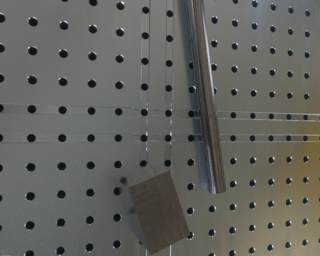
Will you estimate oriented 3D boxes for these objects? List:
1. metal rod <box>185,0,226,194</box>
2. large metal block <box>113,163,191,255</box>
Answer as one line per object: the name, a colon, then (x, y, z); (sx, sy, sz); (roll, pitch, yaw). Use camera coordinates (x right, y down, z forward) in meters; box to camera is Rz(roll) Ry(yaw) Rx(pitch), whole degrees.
metal rod: (0.063, -0.057, 0.435); (0.025, 0.025, 0.298); (-8, 93, -20)
large metal block: (-0.013, 0.093, 0.379); (0.050, 0.080, 0.080); (-20, 97, -19)
